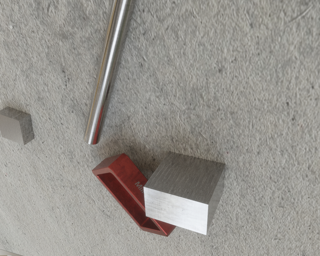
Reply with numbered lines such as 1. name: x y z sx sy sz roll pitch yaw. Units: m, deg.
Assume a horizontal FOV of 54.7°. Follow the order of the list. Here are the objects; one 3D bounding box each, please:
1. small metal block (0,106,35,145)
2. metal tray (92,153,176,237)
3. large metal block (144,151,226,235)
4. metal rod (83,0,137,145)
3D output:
1. small metal block: -0.248 -0.004 0.532 0.050 0.025 0.050 17 125 18
2. metal tray: -0.038 0.100 0.462 0.130 0.030 0.090 52 151 -9
3. large metal block: 0.034 0.080 0.402 0.080 0.080 0.050 11 123 21
4. metal rod: -0.058 -0.093 0.378 0.025 0.025 0.298 29 128 9
